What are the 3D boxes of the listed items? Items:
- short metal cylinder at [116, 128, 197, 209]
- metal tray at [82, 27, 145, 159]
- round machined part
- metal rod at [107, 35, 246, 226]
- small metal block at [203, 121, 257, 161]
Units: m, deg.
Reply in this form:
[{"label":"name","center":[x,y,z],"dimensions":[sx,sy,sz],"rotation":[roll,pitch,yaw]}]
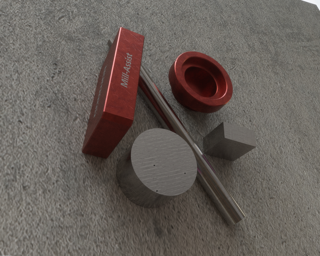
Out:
[{"label":"short metal cylinder","center":[-0.005,0.047,0.359],"dimensions":[0.081,0.050,0.080],"rotation":[14,56,-21]},{"label":"metal tray","center":[-0.054,-0.041,0.360],"dimensions":[0.030,0.090,0.130],"rotation":[17,55,-19]},{"label":"round machined part","center":[0.056,-0.064,0.465],"dimensions":[0.099,0.042,0.098],"rotation":[14,56,-21]},{"label":"metal rod","center":[0.016,-0.005,0.420],"dimensions":[0.025,0.025,0.299],"rotation":[-25,75,-37]},{"label":"small metal block","center":[0.095,0.020,0.427],"dimensions":[0.050,0.050,0.025],"rotation":[15,56,-20]}]
